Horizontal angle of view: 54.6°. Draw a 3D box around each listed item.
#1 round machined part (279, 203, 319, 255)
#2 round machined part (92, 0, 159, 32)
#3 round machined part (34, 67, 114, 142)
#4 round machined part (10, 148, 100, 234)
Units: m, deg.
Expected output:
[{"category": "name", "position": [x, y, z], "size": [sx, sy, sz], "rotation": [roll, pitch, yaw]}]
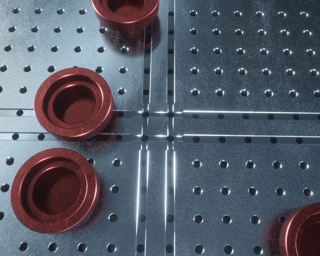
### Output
[{"category": "round machined part", "position": [0.185, 0.137, 0.354], "size": [0.099, 0.042, 0.098], "rotation": [0, 70, 0]}, {"category": "round machined part", "position": [-0.050, -0.186, 0.471], "size": [0.099, 0.042, 0.098], "rotation": [0, 70, 0]}, {"category": "round machined part", "position": [-0.110, -0.028, 0.412], "size": [0.099, 0.042, 0.098], "rotation": [0, 70, 0]}, {"category": "round machined part", "position": [-0.122, 0.077, 0.374], "size": [0.099, 0.042, 0.098], "rotation": [0, 70, 0]}]
